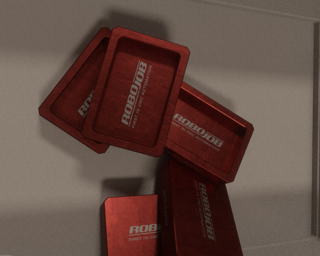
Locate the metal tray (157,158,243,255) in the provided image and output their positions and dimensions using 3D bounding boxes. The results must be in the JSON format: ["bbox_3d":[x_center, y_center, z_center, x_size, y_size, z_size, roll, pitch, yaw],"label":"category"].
[{"bbox_3d":[0.046,0.106,0.381,0.091,0.030,0.130,19,40,-22],"label":"metal tray"}]

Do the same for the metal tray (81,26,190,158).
[{"bbox_3d":[-0.026,-0.039,0.354,0.091,0.030,0.129,16,84,-5],"label":"metal tray"}]

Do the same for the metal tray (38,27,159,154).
[{"bbox_3d":[-0.072,-0.045,0.381,0.090,0.030,0.130,37,78,-17],"label":"metal tray"}]

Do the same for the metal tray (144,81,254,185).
[{"bbox_3d":[0.050,0.005,0.406,0.130,0.030,0.090,31,68,-8],"label":"metal tray"}]

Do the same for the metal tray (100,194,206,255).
[{"bbox_3d":[-0.005,0.131,0.388,0.131,0.030,0.090,1,64,-21],"label":"metal tray"}]
